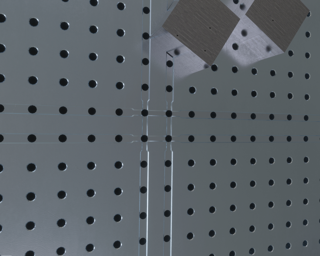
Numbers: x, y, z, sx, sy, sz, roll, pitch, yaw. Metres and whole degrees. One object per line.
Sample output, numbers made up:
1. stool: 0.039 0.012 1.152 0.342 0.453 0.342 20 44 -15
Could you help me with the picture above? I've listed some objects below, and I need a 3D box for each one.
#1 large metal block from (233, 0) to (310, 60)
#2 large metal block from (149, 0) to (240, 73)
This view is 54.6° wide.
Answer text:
1. large metal block: 0.158 -0.162 0.457 0.080 0.050 0.080 37 78 -16
2. large metal block: 0.046 -0.134 0.416 0.080 0.050 0.080 35 79 -17
